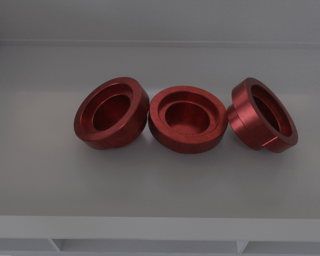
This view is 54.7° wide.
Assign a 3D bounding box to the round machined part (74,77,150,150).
[{"bbox_3d":[-0.055,-0.014,0.388,0.098,0.042,0.098,-18,47,21],"label":"round machined part"}]

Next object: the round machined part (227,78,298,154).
[{"bbox_3d":[0.121,-0.011,0.383,0.098,0.042,0.098,29,41,-28],"label":"round machined part"}]

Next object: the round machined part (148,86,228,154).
[{"bbox_3d":[0.033,-0.006,0.395,0.099,0.042,0.098,4,49,-4],"label":"round machined part"}]
